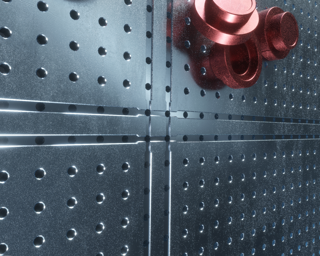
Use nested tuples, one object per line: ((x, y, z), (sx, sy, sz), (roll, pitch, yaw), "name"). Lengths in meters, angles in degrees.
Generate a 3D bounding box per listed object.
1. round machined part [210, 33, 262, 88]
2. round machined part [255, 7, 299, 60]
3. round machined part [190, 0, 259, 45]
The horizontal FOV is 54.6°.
((0.118, -0.111, 0.495), (0.099, 0.042, 0.097), (0, 90, -40), "round machined part")
((0.226, -0.179, 0.585), (0.099, 0.042, 0.097), (0, 90, -40), "round machined part")
((0.097, -0.170, 0.445), (0.099, 0.042, 0.098), (6, 60, -10), "round machined part")
